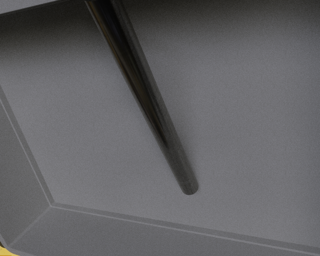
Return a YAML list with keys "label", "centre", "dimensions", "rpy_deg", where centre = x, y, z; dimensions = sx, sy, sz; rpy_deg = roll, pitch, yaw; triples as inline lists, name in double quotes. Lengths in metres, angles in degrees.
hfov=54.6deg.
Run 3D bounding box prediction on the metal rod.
- label: "metal rod"
  centre: [0.000, -0.006, 0.329]
  dimensions: [0.025, 0.025, 0.299]
  rpy_deg: [6, 145, 25]
